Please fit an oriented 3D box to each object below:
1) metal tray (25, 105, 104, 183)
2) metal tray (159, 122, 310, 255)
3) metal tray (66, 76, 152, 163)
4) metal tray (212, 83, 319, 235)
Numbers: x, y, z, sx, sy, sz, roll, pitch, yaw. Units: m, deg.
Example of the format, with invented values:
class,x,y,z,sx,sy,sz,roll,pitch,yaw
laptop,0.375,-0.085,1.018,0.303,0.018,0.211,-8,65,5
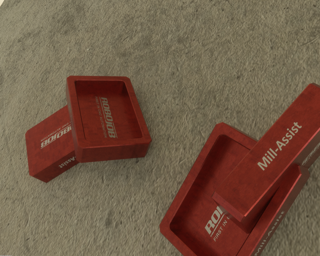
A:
class,x,y,z,sx,sy,sz,roll,pitch,yaw
metal tray,-0.138,0.012,0.466,0.130,0.030,0.090,-32,52,7
metal tray,0.065,0.071,0.294,0.090,0.030,0.129,35,101,38
metal tray,-0.073,-0.017,0.416,0.091,0.030,0.130,-3,49,-23
metal tray,0.108,0.033,0.279,0.130,0.090,0.030,-47,58,-7
